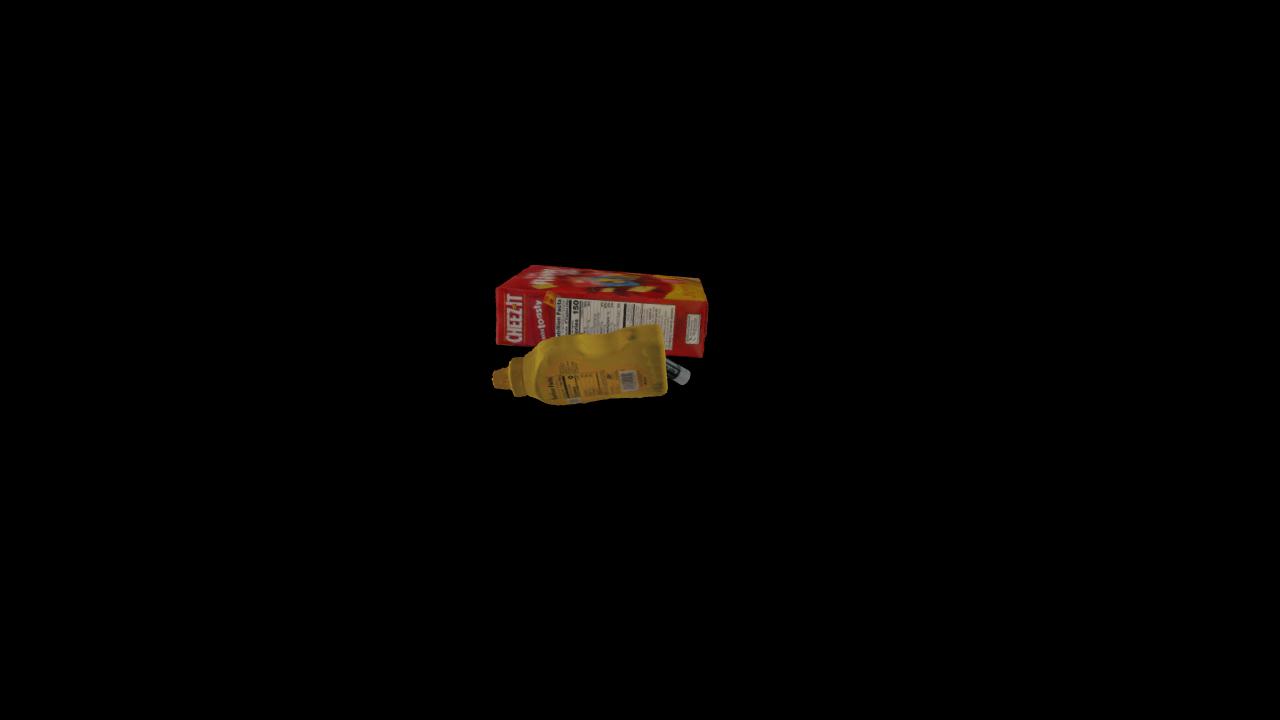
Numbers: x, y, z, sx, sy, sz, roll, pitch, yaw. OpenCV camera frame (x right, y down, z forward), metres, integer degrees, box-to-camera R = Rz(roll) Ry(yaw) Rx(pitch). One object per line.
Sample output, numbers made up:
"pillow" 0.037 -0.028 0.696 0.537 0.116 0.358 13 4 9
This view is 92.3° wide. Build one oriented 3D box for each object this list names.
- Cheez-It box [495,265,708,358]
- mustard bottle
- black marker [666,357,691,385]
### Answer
"Cheez-It box" -0.038 -0.060 0.709 0.223 0.071 0.166 5 16 1
"mustard bottle" -0.065 0.011 0.649 0.184 0.054 0.092 -7 -36 0
"black marker" 0.005 -0.006 0.675 0.121 0.020 0.020 30 -15 -27
